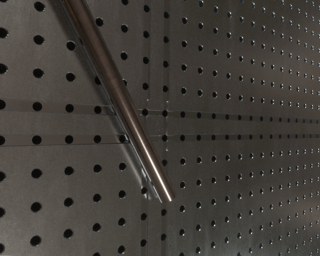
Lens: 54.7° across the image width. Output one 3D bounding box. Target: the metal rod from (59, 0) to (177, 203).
[{"bbox_3d":[-0.047,-0.035,0.370,0.025,0.025,0.299,-38,114,-34],"label":"metal rod"}]
